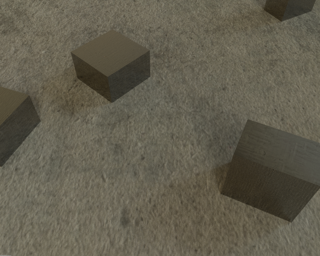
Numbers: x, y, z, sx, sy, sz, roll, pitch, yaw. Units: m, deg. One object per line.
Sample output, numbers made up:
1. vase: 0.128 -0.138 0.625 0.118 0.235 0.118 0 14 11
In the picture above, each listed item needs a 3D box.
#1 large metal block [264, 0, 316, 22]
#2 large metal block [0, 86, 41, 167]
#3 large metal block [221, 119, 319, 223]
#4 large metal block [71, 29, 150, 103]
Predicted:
1. large metal block: 0.256 -0.261 0.590 0.081 0.080 0.050 -23 54 -19
2. large metal block: -0.216 -0.008 0.391 0.080 0.050 0.080 17 52 13
3. large metal block: 0.117 0.047 0.330 0.080 0.080 0.050 20 53 16
4. large metal block: -0.072 -0.095 0.466 0.080 0.050 0.080 35 58 25
